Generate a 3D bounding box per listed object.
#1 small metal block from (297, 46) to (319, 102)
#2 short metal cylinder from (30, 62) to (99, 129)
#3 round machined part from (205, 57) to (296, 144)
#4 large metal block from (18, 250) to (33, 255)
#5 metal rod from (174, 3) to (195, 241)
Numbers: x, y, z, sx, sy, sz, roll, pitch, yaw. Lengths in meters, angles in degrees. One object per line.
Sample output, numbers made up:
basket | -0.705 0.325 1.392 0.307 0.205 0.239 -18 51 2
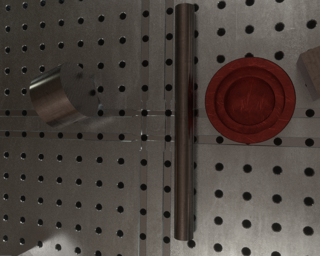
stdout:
small metal block | 0.174 -0.058 0.338 0.025 0.050 0.050 -22 83 18
short metal cylinder | -0.130 -0.044 0.428 0.050 0.080 0.080 -21 83 19
round machined part | 0.106 -0.031 0.366 0.098 0.042 0.097 0 90 19
large metal block | -0.228 0.244 0.462 0.050 0.080 0.080 37 102 16
metal rod | 0.031 -0.007 0.400 0.025 0.025 0.298 0 90 19
